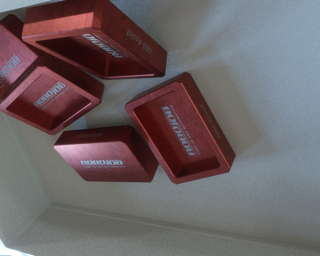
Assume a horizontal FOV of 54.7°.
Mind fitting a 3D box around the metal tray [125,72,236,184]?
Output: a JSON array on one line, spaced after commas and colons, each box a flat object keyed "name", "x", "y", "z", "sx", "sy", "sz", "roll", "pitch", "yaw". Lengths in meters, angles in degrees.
[{"name": "metal tray", "x": 0.026, "y": 0.005, "z": 0.393, "sx": 0.090, "sy": 0.030, "sz": 0.130, "roll": -21, "pitch": 108, "yaw": 35}]

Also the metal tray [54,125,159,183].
[{"name": "metal tray", "x": -0.079, "y": 0.041, "z": 0.454, "sx": 0.130, "sy": 0.030, "sz": 0.090, "roll": -5, "pitch": 134, "yaw": 30}]

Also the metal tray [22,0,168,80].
[{"name": "metal tray", "x": -0.060, "y": -0.085, "z": 0.324, "sx": 0.090, "sy": 0.130, "sz": 0.030, "roll": 2, "pitch": 82, "yaw": 27}]

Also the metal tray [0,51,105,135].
[{"name": "metal tray", "x": -0.152, "y": -0.042, "z": 0.430, "sx": 0.130, "sy": 0.030, "sz": 0.090, "roll": -27, "pitch": 134, "yaw": 37}]

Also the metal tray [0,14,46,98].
[{"name": "metal tray", "x": -0.210, "y": -0.088, "z": 0.443, "sx": 0.130, "sy": 0.030, "sz": 0.090, "roll": -28, "pitch": 120, "yaw": 37}]
